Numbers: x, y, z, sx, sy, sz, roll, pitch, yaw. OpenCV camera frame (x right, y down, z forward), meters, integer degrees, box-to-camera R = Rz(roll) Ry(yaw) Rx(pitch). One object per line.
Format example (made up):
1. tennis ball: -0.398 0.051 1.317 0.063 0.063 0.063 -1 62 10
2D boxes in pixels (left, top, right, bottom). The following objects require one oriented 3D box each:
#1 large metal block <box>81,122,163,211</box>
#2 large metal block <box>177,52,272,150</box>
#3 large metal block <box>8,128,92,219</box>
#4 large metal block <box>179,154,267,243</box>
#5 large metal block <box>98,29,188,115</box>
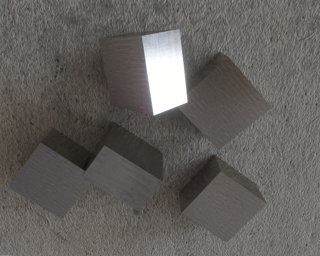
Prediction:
1. large metal block: -0.044 0.046 0.397 0.080 0.080 0.050 34 107 -12
2. large metal block: 0.074 -0.034 0.384 0.080 0.050 0.080 -41 105 13
3. large metal block: -0.138 0.061 0.418 0.080 0.050 0.080 37 106 -13
4. large metal block: 0.085 0.098 0.433 0.080 0.050 0.080 36 106 -12
5. large metal block: -0.019 -0.065 0.349 0.050 0.080 0.079 -24 115 -36
